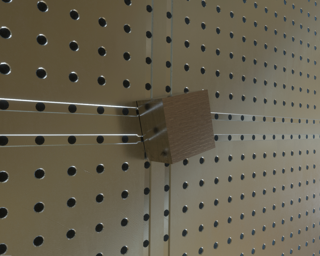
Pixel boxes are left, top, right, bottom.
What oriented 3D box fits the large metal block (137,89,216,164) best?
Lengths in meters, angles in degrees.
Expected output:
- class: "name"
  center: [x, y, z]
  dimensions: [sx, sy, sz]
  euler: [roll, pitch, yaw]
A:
- class: "large metal block"
  center: [0.023, -0.004, 0.410]
  dimensions: [0.081, 0.050, 0.080]
  euler: [-16, 100, -39]
